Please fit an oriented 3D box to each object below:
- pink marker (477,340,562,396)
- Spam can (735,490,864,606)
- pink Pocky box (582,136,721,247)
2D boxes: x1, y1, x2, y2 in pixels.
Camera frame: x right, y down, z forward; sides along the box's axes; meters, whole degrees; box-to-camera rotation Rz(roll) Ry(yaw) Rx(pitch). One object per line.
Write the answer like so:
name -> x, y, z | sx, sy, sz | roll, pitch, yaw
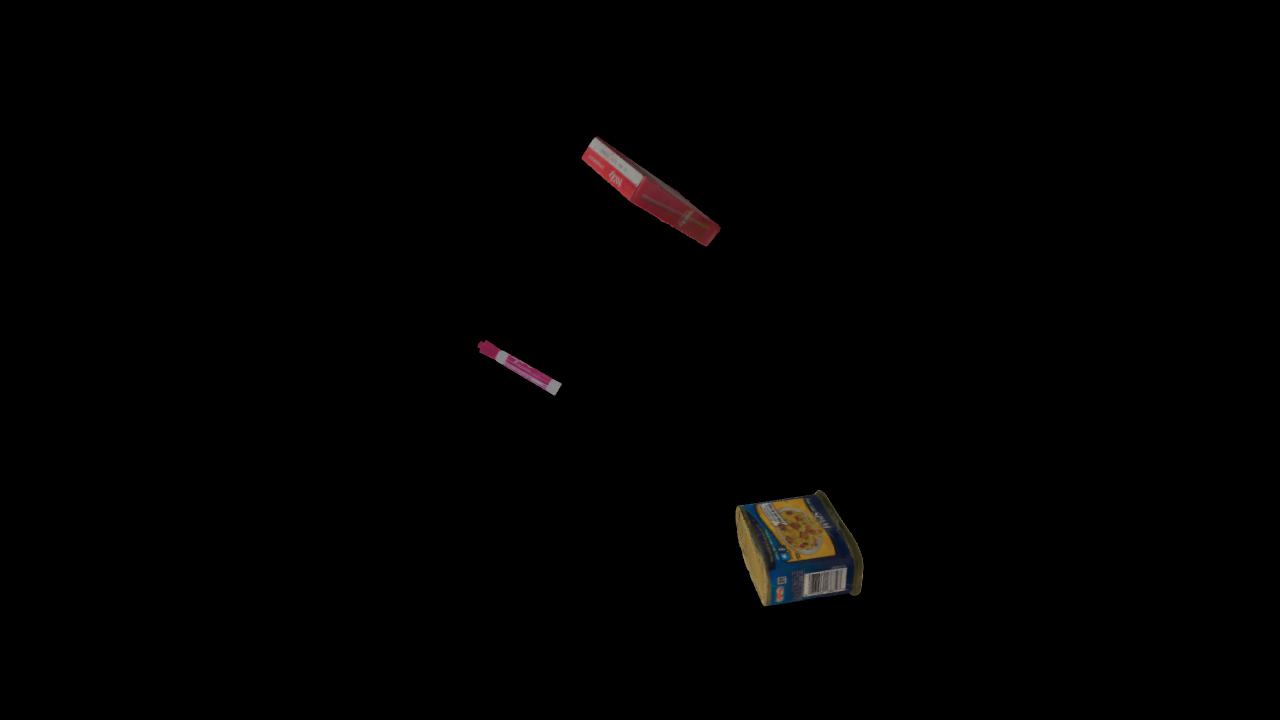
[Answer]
pink marker -> -0.161, 0.009, 0.816 | 0.121, 0.020, 0.020 | 30, -3, -5
Spam can -> 0.141, 0.171, 0.563 | 0.085, 0.058, 0.101 | -7, 24, -5
pink Pocky box -> 0.016, -0.170, 0.635 | 0.084, 0.029, 0.155 | 48, 19, 29
